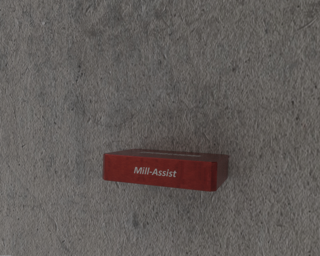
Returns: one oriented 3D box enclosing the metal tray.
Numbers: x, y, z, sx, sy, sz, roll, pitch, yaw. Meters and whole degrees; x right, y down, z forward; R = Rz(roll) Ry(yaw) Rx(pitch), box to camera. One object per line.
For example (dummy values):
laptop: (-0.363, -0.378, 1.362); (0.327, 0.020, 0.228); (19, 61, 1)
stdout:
metal tray: (0.010, 0.046, 0.371); (0.130, 0.090, 0.030); (2, 91, 20)
